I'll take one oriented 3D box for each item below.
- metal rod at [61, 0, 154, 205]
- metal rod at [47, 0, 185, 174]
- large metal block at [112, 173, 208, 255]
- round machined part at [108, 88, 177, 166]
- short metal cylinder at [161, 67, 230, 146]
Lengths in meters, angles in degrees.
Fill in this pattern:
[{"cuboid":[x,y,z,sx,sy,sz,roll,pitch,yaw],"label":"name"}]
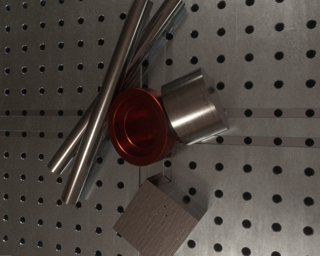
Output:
[{"cuboid":[-0.077,-0.025,0.416,0.025,0.025,0.298,29,107,17],"label":"metal rod"},{"cuboid":[-0.067,-0.054,0.435,0.025,0.025,0.299,42,103,15],"label":"metal rod"},{"cuboid":[0.001,0.117,0.398,0.080,0.050,0.080,37,101,16],"label":"large metal block"},{"cuboid":[-0.018,-0.003,0.399,0.098,0.042,0.097,6,101,37],"label":"round machined part"},{"cuboid":[0.043,-0.025,0.368,0.050,0.080,0.080,-24,82,17],"label":"short metal cylinder"}]
